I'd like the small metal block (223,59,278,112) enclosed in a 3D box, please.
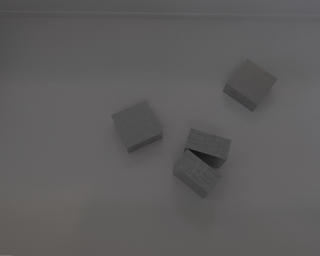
[{"bbox_3d":[0.125,-0.060,0.432,0.050,0.025,0.050,38,74,12],"label":"small metal block"}]

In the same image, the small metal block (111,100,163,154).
[{"bbox_3d":[-0.030,-0.001,0.410,0.050,0.025,0.050,-25,72,-9],"label":"small metal block"}]

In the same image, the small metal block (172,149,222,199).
[{"bbox_3d":[0.043,0.057,0.376,0.050,0.050,0.025,39,75,13],"label":"small metal block"}]

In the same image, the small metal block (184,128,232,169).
[{"bbox_3d":[0.057,0.027,0.387,0.050,0.050,0.025,16,71,6],"label":"small metal block"}]
